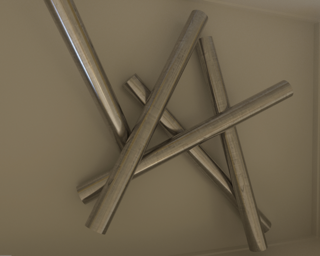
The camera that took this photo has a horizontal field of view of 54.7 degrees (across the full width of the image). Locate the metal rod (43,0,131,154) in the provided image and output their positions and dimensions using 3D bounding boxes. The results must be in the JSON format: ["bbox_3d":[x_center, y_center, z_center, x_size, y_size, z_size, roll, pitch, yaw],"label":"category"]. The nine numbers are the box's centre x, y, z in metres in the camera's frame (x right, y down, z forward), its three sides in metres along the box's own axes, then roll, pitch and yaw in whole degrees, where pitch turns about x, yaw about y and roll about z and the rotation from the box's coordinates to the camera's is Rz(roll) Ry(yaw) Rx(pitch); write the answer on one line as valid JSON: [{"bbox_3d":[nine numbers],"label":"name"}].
[{"bbox_3d":[-0.081,-0.083,0.314,0.025,0.025,0.299,-33,127,-17],"label":"metal rod"}]

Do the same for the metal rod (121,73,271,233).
[{"bbox_3d":[0.059,0.044,0.433,0.025,0.025,0.300,-47,105,-14],"label":"metal rod"}]

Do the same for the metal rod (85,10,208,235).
[{"bbox_3d":[-0.009,-0.019,0.378,0.025,0.025,0.300,30,75,-18],"label":"metal rod"}]

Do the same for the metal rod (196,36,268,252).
[{"bbox_3d":[0.098,0.020,0.430,0.025,0.025,0.298,-14,88,-20],"label":"metal rod"}]

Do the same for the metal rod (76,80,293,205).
[{"bbox_3d":[0.037,0.014,0.397,0.302,0.025,0.025,-27,100,-8],"label":"metal rod"}]
